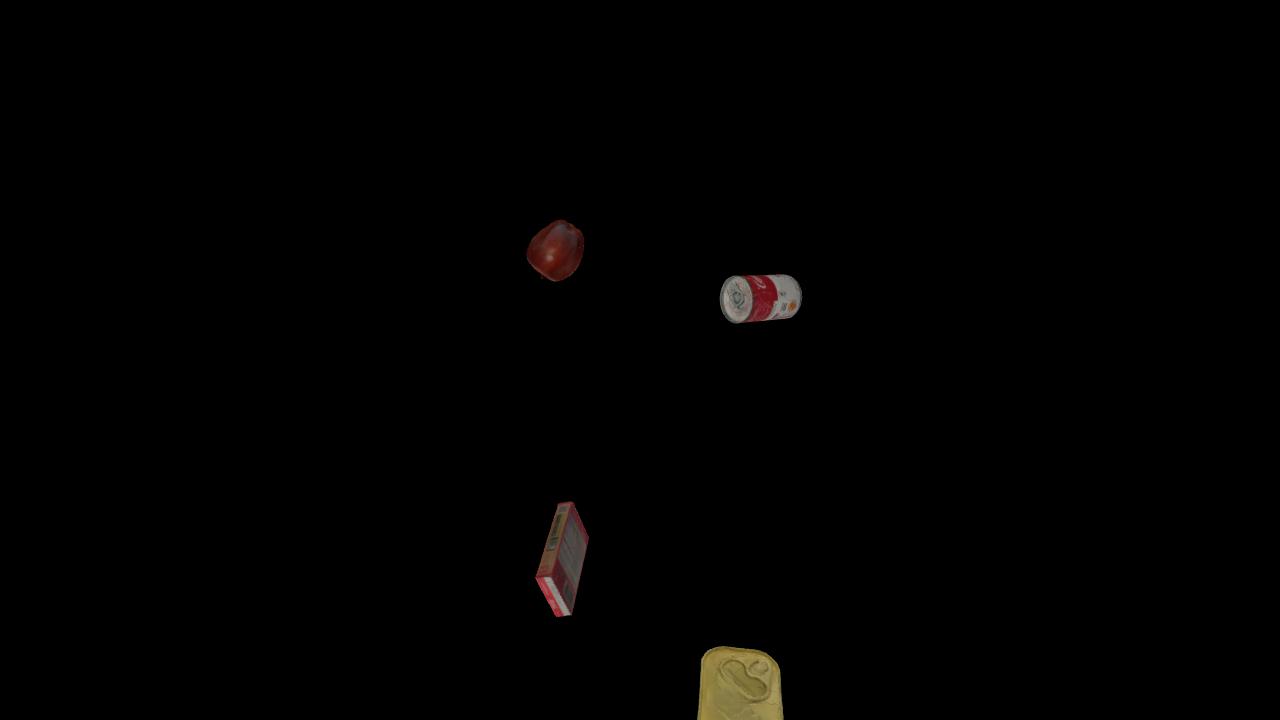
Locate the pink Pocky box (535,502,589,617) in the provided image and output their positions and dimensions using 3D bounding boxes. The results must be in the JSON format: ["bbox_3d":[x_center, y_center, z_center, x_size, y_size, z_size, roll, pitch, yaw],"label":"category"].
[{"bbox_3d":[-0.114,0.297,0.930,0.029,0.084,0.155,-12,27,13],"label":"pink Pocky box"}]

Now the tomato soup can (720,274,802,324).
[{"bbox_3d":[0.175,-0.088,0.882,0.101,0.068,0.068,-6,3,-33],"label":"tomato soup can"}]

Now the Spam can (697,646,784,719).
[{"bbox_3d":[0.068,0.273,0.432,0.058,0.085,0.101,4,19,9],"label":"Spam can"}]

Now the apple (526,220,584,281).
[{"bbox_3d":[-0.125,-0.162,0.922,0.079,0.093,0.079,35,10,-7],"label":"apple"}]
